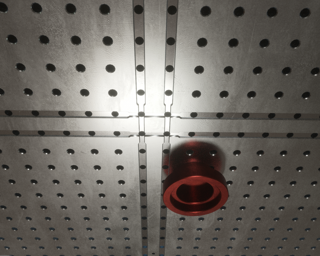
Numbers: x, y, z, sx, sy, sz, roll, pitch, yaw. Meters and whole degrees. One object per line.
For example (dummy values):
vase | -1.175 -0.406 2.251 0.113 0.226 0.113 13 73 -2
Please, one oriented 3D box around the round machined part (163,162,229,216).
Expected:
round machined part | 0.053 0.091 0.479 0.099 0.042 0.097 -1 130 0
